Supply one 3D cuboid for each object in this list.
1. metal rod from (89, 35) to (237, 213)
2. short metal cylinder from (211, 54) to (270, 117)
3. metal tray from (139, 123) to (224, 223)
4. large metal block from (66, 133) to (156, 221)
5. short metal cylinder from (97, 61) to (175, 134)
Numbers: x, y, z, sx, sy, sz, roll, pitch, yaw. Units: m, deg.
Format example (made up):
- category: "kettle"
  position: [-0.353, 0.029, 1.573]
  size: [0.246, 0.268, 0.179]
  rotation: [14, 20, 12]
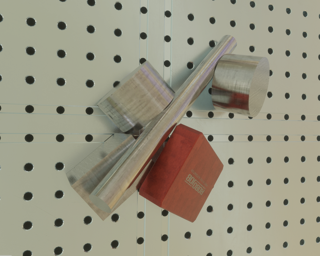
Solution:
- category: "metal rod"
  position: [0.023, -0.028, 0.365]
  size: [0.025, 0.025, 0.301]
  rotation: [49, 54, -14]
- category: "short metal cylinder"
  position: [0.111, -0.058, 0.420]
  size: [0.081, 0.050, 0.079]
  rotation: [-29, 126, -50]
- category: "metal tray"
  position: [0.033, 0.061, 0.381]
  size: [0.090, 0.030, 0.130]
  rotation: [-59, 149, -10]
- category: "large metal block"
  position: [-0.058, 0.051, 0.362]
  size: [0.080, 0.080, 0.050]
  rotation: [-41, 104, -15]
- category: "short metal cylinder"
  position: [-0.029, -0.036, 0.373]
  size: [0.080, 0.080, 0.050]
  rotation: [-45, 105, -15]
